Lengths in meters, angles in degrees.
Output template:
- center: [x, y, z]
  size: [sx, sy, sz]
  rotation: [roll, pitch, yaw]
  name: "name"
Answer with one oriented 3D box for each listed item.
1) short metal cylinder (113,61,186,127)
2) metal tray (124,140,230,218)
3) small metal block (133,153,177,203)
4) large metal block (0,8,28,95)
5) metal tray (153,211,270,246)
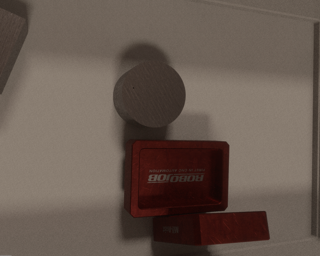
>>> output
- center: [-0.015, -0.041, 0.393]
  size: [0.081, 0.050, 0.079]
  rotation: [0, 90, -21]
  name: "short metal cylinder"
- center: [0.023, 0.060, 0.391]
  size: [0.131, 0.030, 0.089]
  rotation: [2, 89, -21]
  name: "metal tray"
- center: [-0.007, 0.064, 0.409]
  size: [0.050, 0.025, 0.050]
  rotation: [42, 77, -16]
  name: "small metal block"
- center: [-0.196, -0.089, 0.325]
  size: [0.080, 0.050, 0.080]
  rotation: [22, 83, -19]
  name: "large metal block"
- center: [0.054, 0.120, 0.375]
  size: [0.091, 0.129, 0.030]
  rotation: [4, 72, -20]
  name: "metal tray"
